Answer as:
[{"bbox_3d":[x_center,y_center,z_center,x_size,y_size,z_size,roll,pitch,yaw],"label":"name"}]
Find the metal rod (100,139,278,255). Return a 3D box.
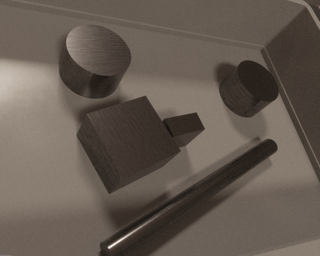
[{"bbox_3d":[0.060,0.076,0.393,0.302,0.025,0.025,-23,74,-37],"label":"metal rod"}]

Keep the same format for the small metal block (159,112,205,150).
[{"bbox_3d":[0.021,0.007,0.398,0.050,0.050,0.025,-12,68,-33],"label":"small metal block"}]

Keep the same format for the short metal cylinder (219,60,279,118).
[{"bbox_3d":[0.146,-0.064,0.510,0.081,0.050,0.080,14,56,-21],"label":"short metal cylinder"}]

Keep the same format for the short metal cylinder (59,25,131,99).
[{"bbox_3d":[-0.084,-0.084,0.397,0.081,0.050,0.080,14,56,-21],"label":"short metal cylinder"}]

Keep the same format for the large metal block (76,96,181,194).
[{"bbox_3d":[-0.037,0.018,0.360,0.081,0.050,0.080,-22,74,-36],"label":"large metal block"}]
